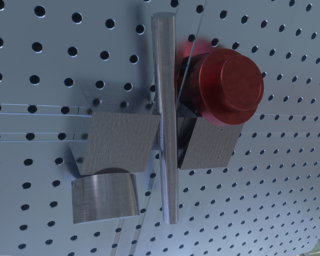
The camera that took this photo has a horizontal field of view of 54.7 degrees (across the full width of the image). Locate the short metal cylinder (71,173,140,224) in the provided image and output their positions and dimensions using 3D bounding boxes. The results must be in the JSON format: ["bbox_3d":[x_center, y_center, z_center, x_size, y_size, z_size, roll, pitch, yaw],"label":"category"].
[{"bbox_3d":[-0.068,0.089,0.385,0.081,0.050,0.080,-8,163,-2],"label":"short metal cylinder"}]

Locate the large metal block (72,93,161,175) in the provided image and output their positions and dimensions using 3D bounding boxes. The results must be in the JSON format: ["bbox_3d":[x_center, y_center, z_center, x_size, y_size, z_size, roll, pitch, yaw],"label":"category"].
[{"bbox_3d":[-0.054,0.007,0.371,0.081,0.050,0.079,2,118,-30],"label":"large metal block"}]

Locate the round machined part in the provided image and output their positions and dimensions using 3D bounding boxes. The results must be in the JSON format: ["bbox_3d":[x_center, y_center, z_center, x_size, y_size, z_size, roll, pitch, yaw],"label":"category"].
[{"bbox_3d":[0.090,-0.052,0.385,0.099,0.042,0.097,4,81,-28],"label":"round machined part"}]

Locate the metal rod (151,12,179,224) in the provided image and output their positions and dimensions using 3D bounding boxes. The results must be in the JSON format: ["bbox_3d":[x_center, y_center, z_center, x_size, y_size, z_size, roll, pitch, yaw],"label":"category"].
[{"bbox_3d":[0.010,0.012,0.390,0.025,0.025,0.298,-16,125,-19],"label":"metal rod"}]

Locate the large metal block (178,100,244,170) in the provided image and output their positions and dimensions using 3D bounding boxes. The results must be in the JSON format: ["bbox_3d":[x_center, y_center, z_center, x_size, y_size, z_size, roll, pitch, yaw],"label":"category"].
[{"bbox_3d":[0.062,0.010,0.436,0.081,0.050,0.079,1,118,-29],"label":"large metal block"}]

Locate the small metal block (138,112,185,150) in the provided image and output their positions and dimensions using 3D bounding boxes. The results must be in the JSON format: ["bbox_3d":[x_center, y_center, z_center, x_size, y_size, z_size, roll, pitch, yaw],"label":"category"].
[{"bbox_3d":[-0.001,0.002,0.413,0.050,0.025,0.050,1,118,-29],"label":"small metal block"}]
